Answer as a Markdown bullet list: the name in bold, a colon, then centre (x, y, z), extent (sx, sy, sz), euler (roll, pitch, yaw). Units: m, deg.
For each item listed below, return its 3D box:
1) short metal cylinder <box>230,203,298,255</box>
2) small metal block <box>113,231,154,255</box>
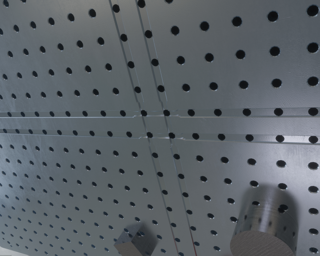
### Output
- **short metal cylinder**: centre (0.140, 0.149, 0.413), extent (0.080, 0.050, 0.079), euler (13, 124, 21)
- **small metal block**: centre (-0.049, 0.223, 0.575), extent (0.050, 0.025, 0.050), euler (-27, 104, 37)
